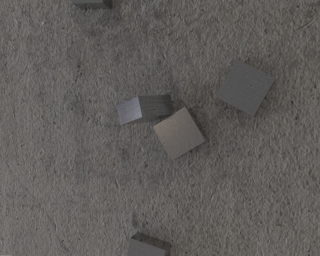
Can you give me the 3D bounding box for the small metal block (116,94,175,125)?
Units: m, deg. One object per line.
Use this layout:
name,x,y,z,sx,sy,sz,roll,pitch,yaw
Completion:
small metal block,-0.019,-0.023,0.392,0.050,0.050,0.025,-17,83,50

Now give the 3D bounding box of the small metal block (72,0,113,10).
small metal block,-0.095,-0.199,0.443,0.050,0.025,0.050,7,92,19

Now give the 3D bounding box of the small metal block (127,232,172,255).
small metal block,-0.017,0.175,0.415,0.050,0.025,0.050,12,94,19

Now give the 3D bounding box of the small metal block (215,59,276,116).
small metal block,0.103,-0.047,0.372,0.050,0.025,0.050,30,100,17

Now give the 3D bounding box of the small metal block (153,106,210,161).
small metal block,0.027,0.007,0.399,0.050,0.025,0.050,-32,80,17
